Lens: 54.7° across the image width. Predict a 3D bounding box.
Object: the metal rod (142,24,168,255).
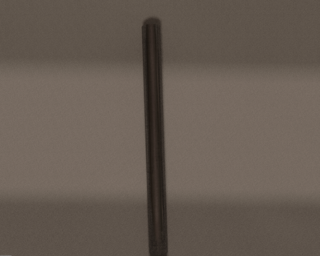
[{"bbox_3d":[-0.007,0.015,0.411,0.025,0.025,0.298,-2,90,-1],"label":"metal rod"}]
